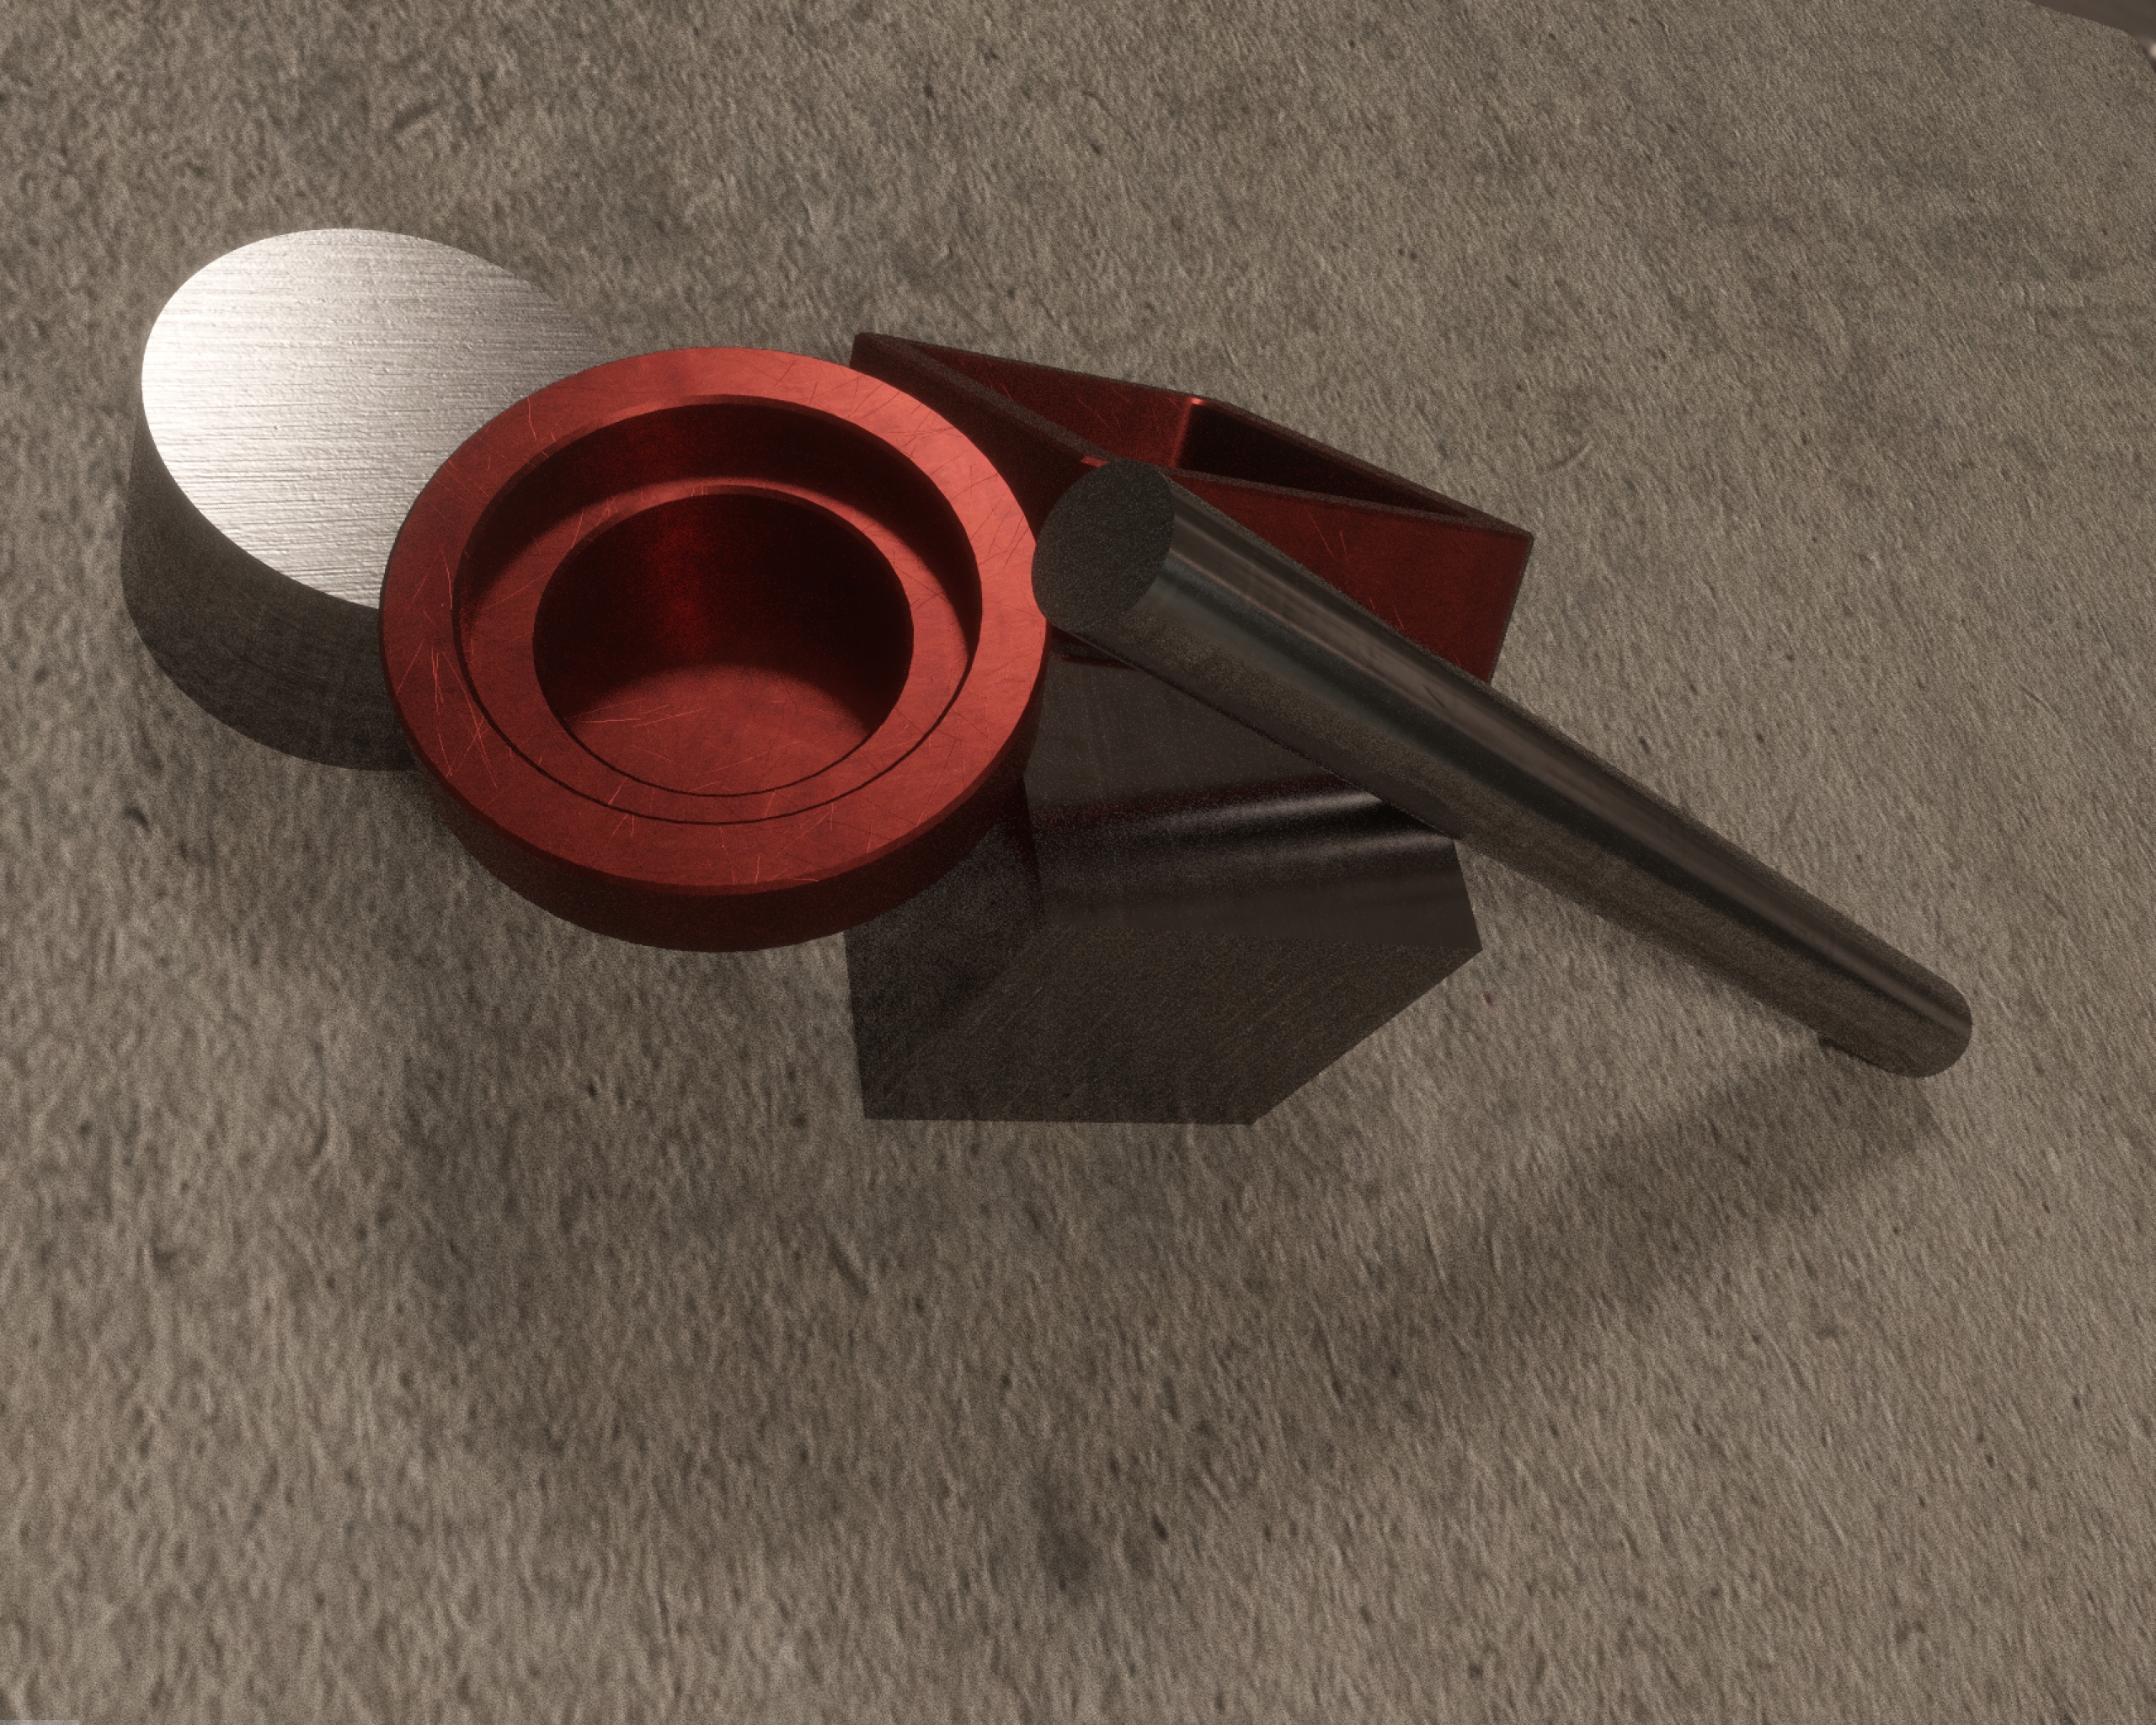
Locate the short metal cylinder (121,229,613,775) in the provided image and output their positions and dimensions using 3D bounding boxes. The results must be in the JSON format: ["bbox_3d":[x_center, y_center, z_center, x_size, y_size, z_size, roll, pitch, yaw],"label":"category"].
[{"bbox_3d":[-0.121,-0.062,0.363,0.081,0.050,0.080,14,56,-21],"label":"short metal cylinder"}]

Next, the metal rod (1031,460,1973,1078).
[{"bbox_3d":[0.101,-0.002,0.387,0.301,0.025,0.025,23,49,-45],"label":"metal rod"}]

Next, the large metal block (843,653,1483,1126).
[{"bbox_3d":[0.011,0.009,0.372,0.081,0.080,0.050,4,60,-26],"label":"large metal block"}]

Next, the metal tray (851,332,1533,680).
[{"bbox_3d":[0.014,-0.070,0.406,0.091,0.030,0.130,4,20,-26],"label":"metal tray"}]

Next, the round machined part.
[{"bbox_3d":[-0.055,-0.030,0.327,0.099,0.042,0.098,3,62,-5],"label":"round machined part"}]
